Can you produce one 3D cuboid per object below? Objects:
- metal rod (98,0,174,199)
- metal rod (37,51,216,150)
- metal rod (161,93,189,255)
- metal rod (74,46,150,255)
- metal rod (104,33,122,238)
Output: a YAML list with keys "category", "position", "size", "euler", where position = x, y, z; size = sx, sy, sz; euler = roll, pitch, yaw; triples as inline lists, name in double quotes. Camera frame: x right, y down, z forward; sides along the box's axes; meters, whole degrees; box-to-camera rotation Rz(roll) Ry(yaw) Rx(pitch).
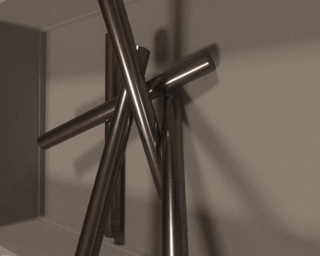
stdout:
- category: "metal rod"
  position: [-0.028, -0.050, 0.350]
  size: [0.025, 0.025, 0.298]
  euler: [1, 115, 40]
- category: "metal rod"
  position: [-0.064, -0.027, 0.428]
  size: [0.300, 0.025, 0.025]
  euler: [-22, 76, 28]
- category: "metal rod"
  position: [0.014, 0.084, 0.308]
  size: [0.025, 0.025, 0.300]
  euler: [-31, 44, 35]
- category: "metal rod"
  position: [-0.057, 0.043, 0.358]
  size: [0.025, 0.025, 0.299]
  euler: [1, 72, 39]
- category: "metal rod"
  position: [-0.070, 0.011, 0.461]
  size: [0.025, 0.025, 0.298]
  euler: [1, 90, 39]
